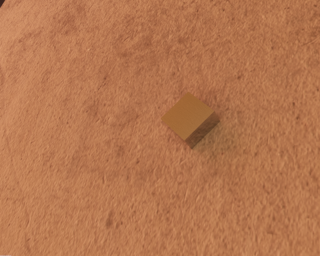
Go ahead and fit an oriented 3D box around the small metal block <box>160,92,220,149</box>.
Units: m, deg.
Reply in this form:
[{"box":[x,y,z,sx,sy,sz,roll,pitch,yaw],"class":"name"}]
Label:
[{"box":[0.038,-0.010,0.391,0.050,0.025,0.050,-44,51,-3],"class":"small metal block"}]
